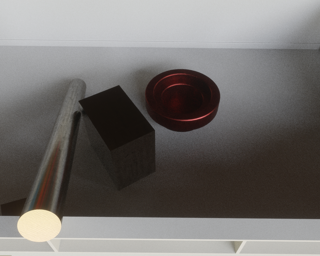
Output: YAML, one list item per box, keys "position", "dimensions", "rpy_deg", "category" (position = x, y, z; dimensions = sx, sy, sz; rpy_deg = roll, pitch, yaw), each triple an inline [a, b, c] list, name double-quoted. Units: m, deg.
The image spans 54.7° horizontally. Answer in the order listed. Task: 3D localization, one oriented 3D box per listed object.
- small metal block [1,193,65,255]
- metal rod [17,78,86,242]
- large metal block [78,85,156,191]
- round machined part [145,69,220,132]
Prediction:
- position: [-0.130, 0.098, 0.316]
  dimensions: [0.050, 0.025, 0.050]
  rpy_deg: [-13, 51, -23]
  category: "small metal block"
- position: [-0.097, -0.001, 0.322]
  dimensions: [0.025, 0.025, 0.300]
  rpy_deg: [-8, 25, -7]
  category: "metal rod"
- position: [-0.048, 0.012, 0.359]
  dimensions: [0.050, 0.080, 0.080]
  rpy_deg: [-25, 55, -20]
  category: "large metal block"
- position: [0.030, -0.033, 0.422]
  dimensions: [0.099, 0.042, 0.098]
  rpy_deg: [0, 50, 0]
  category: "round machined part"
